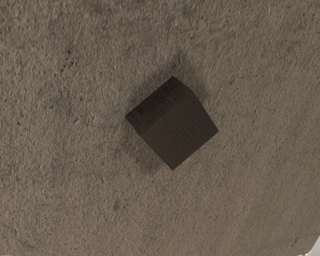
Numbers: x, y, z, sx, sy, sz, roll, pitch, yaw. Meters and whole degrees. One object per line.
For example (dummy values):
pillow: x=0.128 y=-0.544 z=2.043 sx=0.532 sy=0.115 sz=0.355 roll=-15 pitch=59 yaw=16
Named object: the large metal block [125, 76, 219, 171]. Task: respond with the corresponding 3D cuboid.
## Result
large metal block: x=0.017 y=-0.005 z=0.398 sx=0.080 sy=0.050 sz=0.080 roll=-41 pitch=130 yaw=-1
